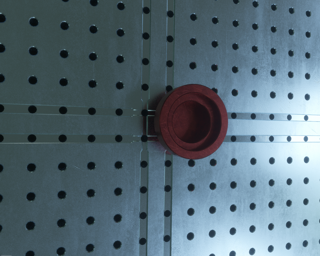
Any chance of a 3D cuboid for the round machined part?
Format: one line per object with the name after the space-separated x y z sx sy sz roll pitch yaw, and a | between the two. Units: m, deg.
0.038 -0.008 0.417 0.099 0.042 0.097 0 90 -20 | round machined part
